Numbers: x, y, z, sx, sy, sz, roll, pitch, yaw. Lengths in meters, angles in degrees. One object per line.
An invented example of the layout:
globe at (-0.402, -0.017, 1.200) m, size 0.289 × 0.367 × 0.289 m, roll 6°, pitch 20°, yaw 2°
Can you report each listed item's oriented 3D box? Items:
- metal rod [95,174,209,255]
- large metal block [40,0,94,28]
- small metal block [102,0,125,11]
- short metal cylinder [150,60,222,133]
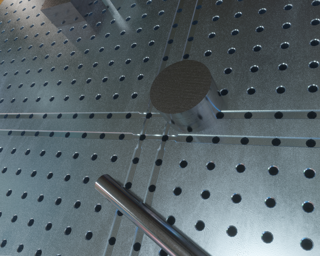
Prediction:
metal rod at (0.031, 0.130, 0.311) m, size 0.300 × 0.025 × 0.025 m, roll 29°, pitch 78°, yaw 37°
large metal block at (-0.191, -0.266, 0.653) m, size 0.080 × 0.050 × 0.080 m, roll -2°, pitch 61°, yaw 27°
small metal block at (-0.091, -0.266, 0.601) m, size 0.025 × 0.050 × 0.050 m, roll 21°, pitch 73°, yaw 35°
short metal cylinder at (0.034, -0.040, 0.398) m, size 0.080 × 0.050 × 0.080 m, roll -13°, pitch 56°, yaw 20°
